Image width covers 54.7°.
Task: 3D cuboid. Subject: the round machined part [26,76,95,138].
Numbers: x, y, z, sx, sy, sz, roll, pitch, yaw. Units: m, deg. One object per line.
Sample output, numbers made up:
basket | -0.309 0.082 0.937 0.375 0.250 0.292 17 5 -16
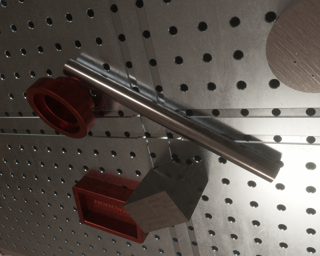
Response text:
round machined part | -0.133 -0.033 0.435 0.098 0.042 0.097 21 146 16

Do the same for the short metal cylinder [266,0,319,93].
short metal cylinder | 0.139 -0.077 0.274 0.080 0.050 0.079 13 124 20

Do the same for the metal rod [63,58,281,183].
metal rod | 0.007 -0.014 0.397 0.301 0.025 0.025 28 128 10

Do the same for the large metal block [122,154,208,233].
large metal block | 0.009 0.090 0.425 0.080 0.080 0.050 -29 103 37

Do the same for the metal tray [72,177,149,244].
metal tray | -0.084 0.141 0.537 0.130 0.030 0.089 11 123 22
